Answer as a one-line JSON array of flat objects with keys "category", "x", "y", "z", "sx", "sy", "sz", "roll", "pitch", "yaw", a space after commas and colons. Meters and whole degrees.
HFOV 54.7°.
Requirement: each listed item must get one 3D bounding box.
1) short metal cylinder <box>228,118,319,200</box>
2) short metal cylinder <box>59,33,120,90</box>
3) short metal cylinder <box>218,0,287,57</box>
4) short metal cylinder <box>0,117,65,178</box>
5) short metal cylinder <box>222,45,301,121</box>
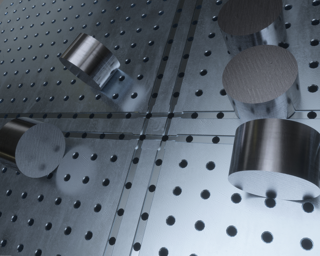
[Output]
[{"category": "short metal cylinder", "x": 0.109, "y": 0.032, "z": 0.296, "sx": 0.080, "sy": 0.080, "sz": 0.050, "roll": 2, "pitch": 63, "yaw": 28}, {"category": "short metal cylinder", "x": -0.111, "y": -0.104, "z": 0.493, "sx": 0.080, "sy": 0.080, "sz": 0.050, "roll": 27, "pitch": 77, "yaw": 37}, {"category": "short metal cylinder", "x": 0.123, "y": -0.136, "z": 0.411, "sx": 0.080, "sy": 0.050, "sz": 0.080, "roll": -13, "pitch": 56, "yaw": 21}, {"category": "short metal cylinder", "x": -0.188, "y": 0.027, "z": 0.452, "sx": 0.050, "sy": 0.080, "sz": 0.080, "roll": 13, "pitch": 68, "yaw": 33}, {"category": "short metal cylinder", "x": 0.118, "y": -0.049, "z": 0.360, "sx": 0.080, "sy": 0.050, "sz": 0.080, "roll": -13, "pitch": 56, "yaw": 20}]
